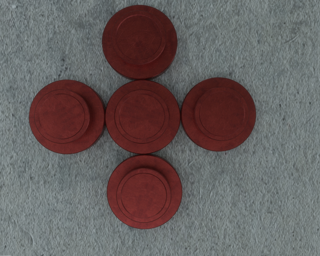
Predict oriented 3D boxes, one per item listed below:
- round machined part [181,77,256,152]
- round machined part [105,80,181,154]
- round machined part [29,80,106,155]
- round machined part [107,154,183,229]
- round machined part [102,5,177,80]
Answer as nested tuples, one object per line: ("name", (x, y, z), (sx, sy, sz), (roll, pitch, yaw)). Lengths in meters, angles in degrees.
("round machined part", (0.077, -0.018, 0.404), (0.099, 0.042, 0.097), (0, 90, -1))
("round machined part", (-0.022, -0.014, 0.402), (0.099, 0.042, 0.097), (0, 90, -1))
("round machined part", (-0.121, -0.014, 0.401), (0.099, 0.042, 0.097), (0, 90, -1))
("round machined part", (-0.020, 0.083, 0.402), (0.099, 0.042, 0.097), (0, 90, -1))
("round machined part", (-0.027, -0.112, 0.402), (0.099, 0.042, 0.097), (0, 90, -1))
